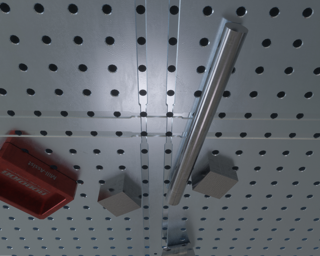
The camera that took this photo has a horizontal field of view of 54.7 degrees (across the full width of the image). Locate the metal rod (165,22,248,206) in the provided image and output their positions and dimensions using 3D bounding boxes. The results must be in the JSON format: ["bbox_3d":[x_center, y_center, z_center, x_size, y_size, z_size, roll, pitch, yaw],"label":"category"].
[{"bbox_3d":[0.050,0.007,0.417,0.025,0.025,0.298,9,130,-8],"label":"metal rod"}]

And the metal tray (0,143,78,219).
[{"bbox_3d":[-0.208,0.087,0.479,0.090,0.030,0.130,-35,122,26],"label":"metal tray"}]

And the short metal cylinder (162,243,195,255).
[{"bbox_3d":[0.041,0.271,0.606,0.050,0.080,0.080,-15,129,12],"label":"short metal cylinder"}]

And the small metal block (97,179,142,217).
[{"bbox_3d":[-0.065,0.116,0.510,0.050,0.025,0.050,-26,126,20],"label":"small metal block"}]

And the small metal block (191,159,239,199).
[{"bbox_3d":[0.084,0.080,0.480,0.050,0.025,0.050,21,127,-17],"label":"small metal block"}]
